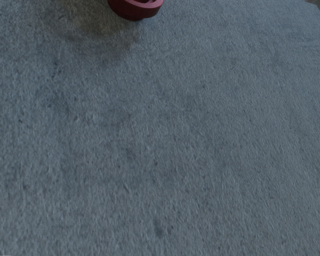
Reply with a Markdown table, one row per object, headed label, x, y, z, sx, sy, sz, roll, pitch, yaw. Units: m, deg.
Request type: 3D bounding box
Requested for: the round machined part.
| label | x | y | z | sx | sy | sz | roll | pitch | yaw |
| --- | --- | --- | --- | --- | --- | --- | --- | --- | --- |
| round machined part | -0.046 | -0.213 | 0.499 | 0.099 | 0.042 | 0.098 | 14 | 56 | -21 |
